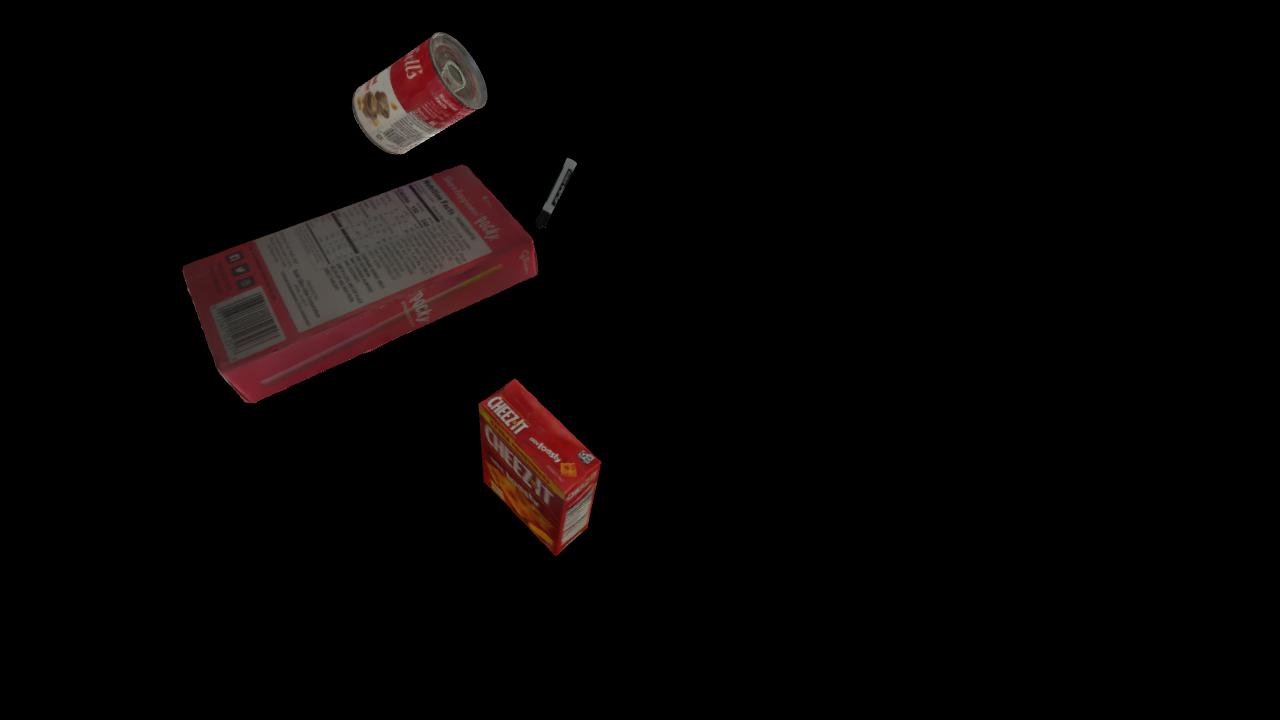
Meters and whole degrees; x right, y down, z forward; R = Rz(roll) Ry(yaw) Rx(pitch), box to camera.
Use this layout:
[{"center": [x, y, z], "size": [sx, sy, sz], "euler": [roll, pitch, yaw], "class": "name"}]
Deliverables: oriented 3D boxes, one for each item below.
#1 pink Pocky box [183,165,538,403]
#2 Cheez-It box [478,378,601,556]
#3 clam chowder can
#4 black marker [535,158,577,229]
[{"center": [-0.140, -0.046, 0.319], "size": [0.155, 0.084, 0.029], "euler": [-29, -32, -21], "class": "pink Pocky box"}, {"center": [-0.140, 0.153, 0.835], "size": [0.071, 0.166, 0.223], "euler": [-38, -21, -32], "class": "Cheez-It box"}, {"center": [-0.199, -0.237, 0.556], "size": [0.102, 0.068, 0.068], "euler": [-19, -8, 25], "class": "clam chowder can"}, {"center": [-0.136, -0.266, 0.989], "size": [0.020, 0.121, 0.020], "euler": [27, -1, 0], "class": "black marker"}]
